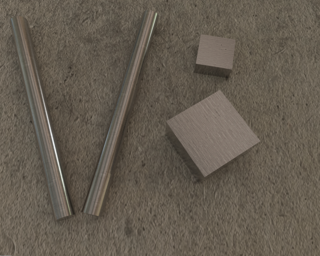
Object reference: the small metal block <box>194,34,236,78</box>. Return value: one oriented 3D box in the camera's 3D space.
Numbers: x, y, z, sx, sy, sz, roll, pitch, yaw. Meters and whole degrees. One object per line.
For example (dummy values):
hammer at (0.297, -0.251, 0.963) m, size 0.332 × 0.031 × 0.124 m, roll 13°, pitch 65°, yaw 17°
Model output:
small metal block at (0.079, -0.104, 0.447) m, size 0.050 × 0.025 × 0.050 m, roll 10°, pitch 70°, yaw 3°

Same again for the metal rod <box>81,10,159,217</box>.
metal rod at (-0.048, -0.033, 0.419) m, size 0.025 × 0.025 × 0.299 m, roll 12°, pitch 70°, yaw 4°

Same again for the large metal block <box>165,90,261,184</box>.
large metal block at (0.063, 0.012, 0.391) m, size 0.080 × 0.050 × 0.080 m, roll -31°, pitch 73°, yaw -11°

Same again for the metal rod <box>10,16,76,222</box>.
metal rod at (-0.162, -0.026, 0.415) m, size 0.025 × 0.025 × 0.299 m, roll -18°, pitch 71°, yaw -7°
